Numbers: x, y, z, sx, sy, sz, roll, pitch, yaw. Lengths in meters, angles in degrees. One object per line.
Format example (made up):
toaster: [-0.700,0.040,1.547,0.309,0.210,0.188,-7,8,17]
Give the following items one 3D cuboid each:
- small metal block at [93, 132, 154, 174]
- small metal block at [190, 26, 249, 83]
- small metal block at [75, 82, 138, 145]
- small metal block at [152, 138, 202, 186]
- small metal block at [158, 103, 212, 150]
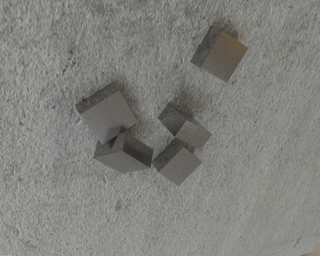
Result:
small metal block: [-0.045,0.032,0.385,0.050,0.025,0.050,-16,141,36]
small metal block: [0.075,-0.092,0.391,0.050,0.025,0.050,19,108,-36]
small metal block: [-0.062,-0.017,0.363,0.050,0.025,0.050,-33,129,-7]
small metal block: [0.025,0.050,0.452,0.050,0.025,0.050,-46,129,4]
small metal block: [0.032,-0.002,0.407,0.050,0.050,0.025,27,104,-37]
